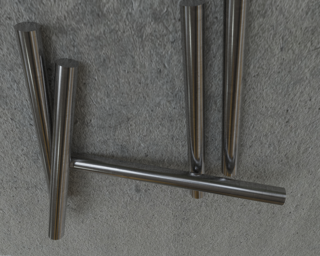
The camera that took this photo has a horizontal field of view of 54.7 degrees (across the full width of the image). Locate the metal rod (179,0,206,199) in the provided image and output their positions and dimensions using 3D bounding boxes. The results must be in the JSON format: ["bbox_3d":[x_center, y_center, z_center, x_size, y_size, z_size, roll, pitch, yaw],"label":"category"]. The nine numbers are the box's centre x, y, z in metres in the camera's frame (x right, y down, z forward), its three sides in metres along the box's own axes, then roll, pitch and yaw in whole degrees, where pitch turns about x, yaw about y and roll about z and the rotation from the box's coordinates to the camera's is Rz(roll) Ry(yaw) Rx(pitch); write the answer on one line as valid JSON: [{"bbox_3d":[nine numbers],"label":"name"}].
[{"bbox_3d":[0.046,-0.010,0.398,0.025,0.025,0.298,-4,130,3],"label":"metal rod"}]

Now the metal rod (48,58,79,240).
[{"bbox_3d":[-0.136,0.049,0.424,0.025,0.025,0.298,10,122,-8],"label":"metal rod"}]

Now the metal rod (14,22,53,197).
[{"bbox_3d":[-0.151,0.009,0.413,0.025,0.025,0.298,4,130,-4],"label":"metal rod"}]

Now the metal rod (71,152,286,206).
[{"bbox_3d":[0.022,0.071,0.439,0.302,0.025,0.025,9,130,3],"label":"metal rod"}]

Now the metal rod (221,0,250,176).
[{"bbox_3d":[0.086,-0.050,0.364,0.025,0.025,0.298,-5,130,4],"label":"metal rod"}]
